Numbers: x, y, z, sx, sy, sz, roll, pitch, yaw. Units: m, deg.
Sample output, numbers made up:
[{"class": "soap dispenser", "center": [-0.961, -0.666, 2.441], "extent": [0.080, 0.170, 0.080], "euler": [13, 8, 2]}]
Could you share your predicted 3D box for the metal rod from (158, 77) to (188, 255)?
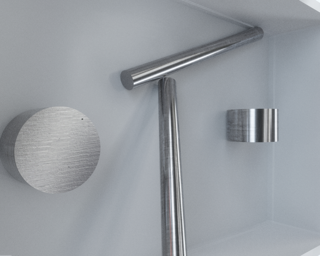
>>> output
[{"class": "metal rod", "center": [0.013, 0.065, 0.338], "extent": [0.025, 0.025, 0.299], "euler": [28, 47, -37]}]

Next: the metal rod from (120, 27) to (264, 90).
[{"class": "metal rod", "center": [0.067, -0.113, 0.465], "extent": [0.302, 0.025, 0.025], "euler": [-27, 108, -37]}]

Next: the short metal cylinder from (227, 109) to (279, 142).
[{"class": "short metal cylinder", "center": [0.149, -0.004, 0.498], "extent": [0.081, 0.080, 0.050], "euler": [-1, 91, -40]}]

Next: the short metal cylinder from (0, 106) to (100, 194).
[{"class": "short metal cylinder", "center": [-0.106, 0.020, 0.302], "extent": [0.081, 0.050, 0.079], "euler": [0, 90, -40]}]
